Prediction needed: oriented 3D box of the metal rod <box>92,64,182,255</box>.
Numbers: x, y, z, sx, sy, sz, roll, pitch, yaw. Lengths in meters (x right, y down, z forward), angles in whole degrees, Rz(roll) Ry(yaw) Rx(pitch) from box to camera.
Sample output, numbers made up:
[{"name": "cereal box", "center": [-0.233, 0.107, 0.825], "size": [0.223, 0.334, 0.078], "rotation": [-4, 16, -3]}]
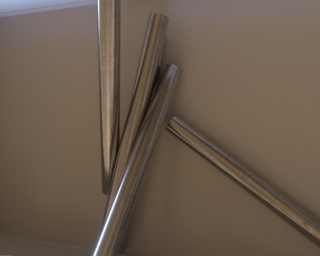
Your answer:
[{"name": "metal rod", "center": [-0.030, 0.056, 0.356], "size": [0.025, 0.025, 0.300], "rotation": [13, 69, 19]}]

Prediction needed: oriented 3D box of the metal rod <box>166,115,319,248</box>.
[{"name": "metal rod", "center": [0.130, 0.081, 0.364], "size": [0.300, 0.025, 0.025], "rotation": [38, 102, 16]}]

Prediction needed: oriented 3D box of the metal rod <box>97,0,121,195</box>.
[{"name": "metal rod", "center": [-0.060, -0.046, 0.370], "size": [0.025, 0.025, 0.298], "rotation": [14, 118, 19]}]

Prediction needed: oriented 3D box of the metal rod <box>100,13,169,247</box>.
[{"name": "metal rod", "center": [-0.035, 0.007, 0.395], "size": [0.025, 0.025, 0.298], "rotation": [15, 95, 19]}]

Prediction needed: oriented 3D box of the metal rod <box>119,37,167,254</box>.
[{"name": "metal rod", "center": [-0.032, 0.024, 0.421], "size": [0.025, 0.025, 0.298], "rotation": [13, 94, 19]}]
